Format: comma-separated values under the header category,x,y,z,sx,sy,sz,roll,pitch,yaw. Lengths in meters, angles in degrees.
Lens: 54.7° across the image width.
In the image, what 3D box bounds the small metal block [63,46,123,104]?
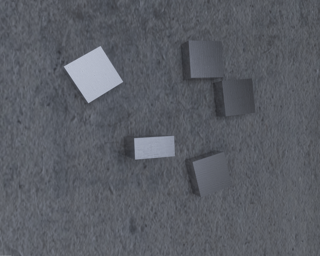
category,x,y,z,sx,sy,sz,roll,pitch,yaw
small metal block,-0.082,-0.064,0.379,0.050,0.025,0.050,-35,102,-17

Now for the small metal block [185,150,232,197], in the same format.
category,x,y,z,sx,sy,sz,roll,pitch,yaw
small metal block,0.068,0.063,0.436,0.050,0.025,0.050,-16,96,-20

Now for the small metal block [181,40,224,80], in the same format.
category,x,y,z,sx,sy,sz,roll,pitch,yaw
small metal block,0.059,-0.094,0.432,0.050,0.025,0.050,-4,92,-20

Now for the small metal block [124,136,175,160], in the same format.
category,x,y,z,sx,sy,sz,roll,pitch,yaw
small metal block,-0.015,0.023,0.391,0.050,0.050,0.025,-3,91,-20

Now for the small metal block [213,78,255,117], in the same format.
category,x,y,z,sx,sy,sz,roll,pitch,yaw
small metal block,0.108,-0.044,0.450,0.050,0.025,0.050,-7,93,-20
